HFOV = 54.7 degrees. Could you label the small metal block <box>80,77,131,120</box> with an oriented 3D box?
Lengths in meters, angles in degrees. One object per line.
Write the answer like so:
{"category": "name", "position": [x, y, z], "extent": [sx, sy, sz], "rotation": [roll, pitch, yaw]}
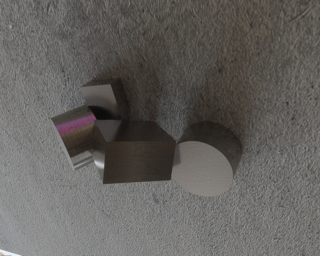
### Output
{"category": "small metal block", "position": [-0.073, -0.039, 0.421], "extent": [0.050, 0.025, 0.050], "rotation": [-1, 118, 28]}

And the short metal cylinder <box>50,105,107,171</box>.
{"category": "short metal cylinder", "position": [-0.113, 0.013, 0.435], "extent": [0.080, 0.050, 0.080], "rotation": [50, 155, 35]}

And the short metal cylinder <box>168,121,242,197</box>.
{"category": "short metal cylinder", "position": [0.056, 0.038, 0.385], "extent": [0.080, 0.050, 0.079], "rotation": [13, 124, 20]}

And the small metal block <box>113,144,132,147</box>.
{"category": "small metal block", "position": [-0.052, 0.039, 0.458], "extent": [0.050, 0.025, 0.050], "rotation": [3, 120, 26]}

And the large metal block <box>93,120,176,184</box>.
{"category": "large metal block", "position": [-0.035, 0.026, 0.382], "extent": [0.081, 0.080, 0.050], "rotation": [1, 108, -21]}
